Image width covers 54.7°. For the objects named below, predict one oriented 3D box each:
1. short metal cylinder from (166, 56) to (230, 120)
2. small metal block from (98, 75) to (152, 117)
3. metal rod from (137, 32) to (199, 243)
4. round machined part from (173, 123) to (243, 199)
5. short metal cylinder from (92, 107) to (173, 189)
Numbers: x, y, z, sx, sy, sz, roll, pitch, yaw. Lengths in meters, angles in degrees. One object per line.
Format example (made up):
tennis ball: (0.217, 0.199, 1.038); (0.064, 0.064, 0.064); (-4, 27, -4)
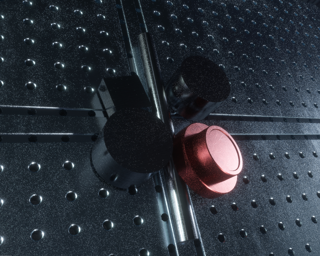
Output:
short metal cylinder: (0.054, -0.058, 0.451); (0.081, 0.050, 0.080); (14, 56, -21)
small metal block: (-0.046, -0.039, 0.402); (0.050, 0.025, 0.050); (-12, 68, -33)
metal rod: (0.004, -0.006, 0.409); (0.025, 0.025, 0.299); (3, 60, -27)
round machined part: (0.066, 0.036, 0.391); (0.098, 0.042, 0.098); (27, 45, -31)
short metal cylinder: (-0.032, 0.023, 0.355); (0.081, 0.050, 0.080); (14, 56, -21)
